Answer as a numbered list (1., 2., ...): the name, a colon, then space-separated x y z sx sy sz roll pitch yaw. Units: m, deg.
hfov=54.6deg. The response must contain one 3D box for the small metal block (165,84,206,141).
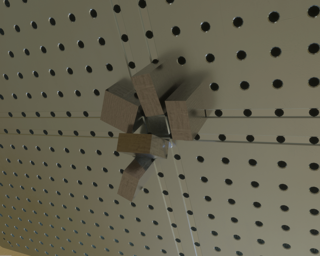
1. small metal block: 0.032 -0.020 0.367 0.025 0.050 0.050 2 120 27

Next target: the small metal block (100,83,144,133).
1. small metal block: -0.050 -0.025 0.423 0.050 0.025 0.050 27 128 11

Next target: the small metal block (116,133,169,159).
1. small metal block: -0.022 0.025 0.420 0.050 0.050 0.025 1 78 27

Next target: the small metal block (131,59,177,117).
1. small metal block: -0.004 -0.048 0.368 0.025 0.050 0.050 -7 115 31

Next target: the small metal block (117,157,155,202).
1. small metal block: -0.035 0.072 0.459 0.025 0.050 0.050 27 128 11
